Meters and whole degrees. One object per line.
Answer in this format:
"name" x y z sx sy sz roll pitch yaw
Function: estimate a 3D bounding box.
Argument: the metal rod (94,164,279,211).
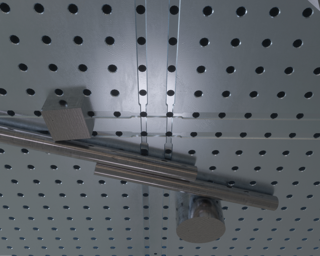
"metal rod" 0.048 0.092 0.489 0.302 0.025 0.025 14 129 -12

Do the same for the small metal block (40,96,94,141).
"small metal block" -0.118 -0.012 0.401 0.050 0.025 0.050 -5 130 4

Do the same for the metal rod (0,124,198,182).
"metal rod" -0.092 0.036 0.441 0.302 0.025 0.025 13 129 -11

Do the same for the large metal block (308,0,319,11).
"large metal block" 0.158 -0.161 0.260 0.080 0.050 0.080 -23 127 18

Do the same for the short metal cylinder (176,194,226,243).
"short metal cylinder" 0.067 0.152 0.525 0.081 0.050 0.079 0 130 0
